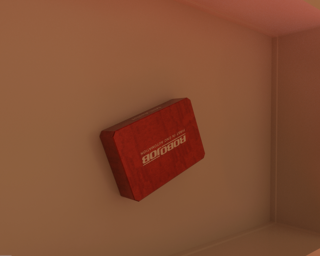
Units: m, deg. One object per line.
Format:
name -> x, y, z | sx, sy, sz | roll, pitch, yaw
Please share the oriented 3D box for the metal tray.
metal tray -> -0.003, 0.023, 0.399 | 0.131, 0.030, 0.090 | -27, 107, -37
